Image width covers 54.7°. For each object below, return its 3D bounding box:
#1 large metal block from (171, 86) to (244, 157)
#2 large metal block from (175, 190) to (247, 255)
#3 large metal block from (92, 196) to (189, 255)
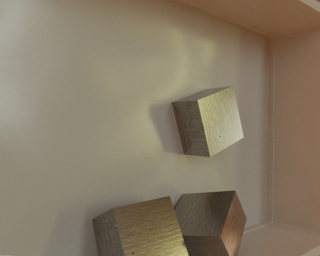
[{"bbox_3d":[0.071,-0.011,0.453,0.081,0.050,0.080,-24,105,-38],"label":"large metal block"},{"bbox_3d":[0.061,0.131,0.410,0.080,0.080,0.050,-51,123,-51],"label":"large metal block"},{"bbox_3d":[-0.021,0.130,0.355,0.081,0.050,0.080,-1,64,-40],"label":"large metal block"}]
